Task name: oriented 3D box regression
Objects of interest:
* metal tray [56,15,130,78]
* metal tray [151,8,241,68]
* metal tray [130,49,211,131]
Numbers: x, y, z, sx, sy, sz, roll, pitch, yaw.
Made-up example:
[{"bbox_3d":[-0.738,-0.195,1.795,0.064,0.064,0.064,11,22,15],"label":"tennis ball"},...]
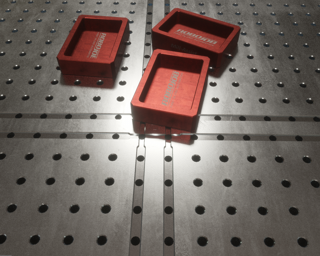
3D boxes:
[{"bbox_3d":[-0.107,-0.141,0.521,0.091,0.030,0.130,5,50,4],"label":"metal tray"},{"bbox_3d":[0.062,-0.160,0.539,0.130,0.030,0.090,24,54,18],"label":"metal tray"},{"bbox_3d":[0.019,-0.061,0.455,0.090,0.030,0.130,11,51,9],"label":"metal tray"}]
